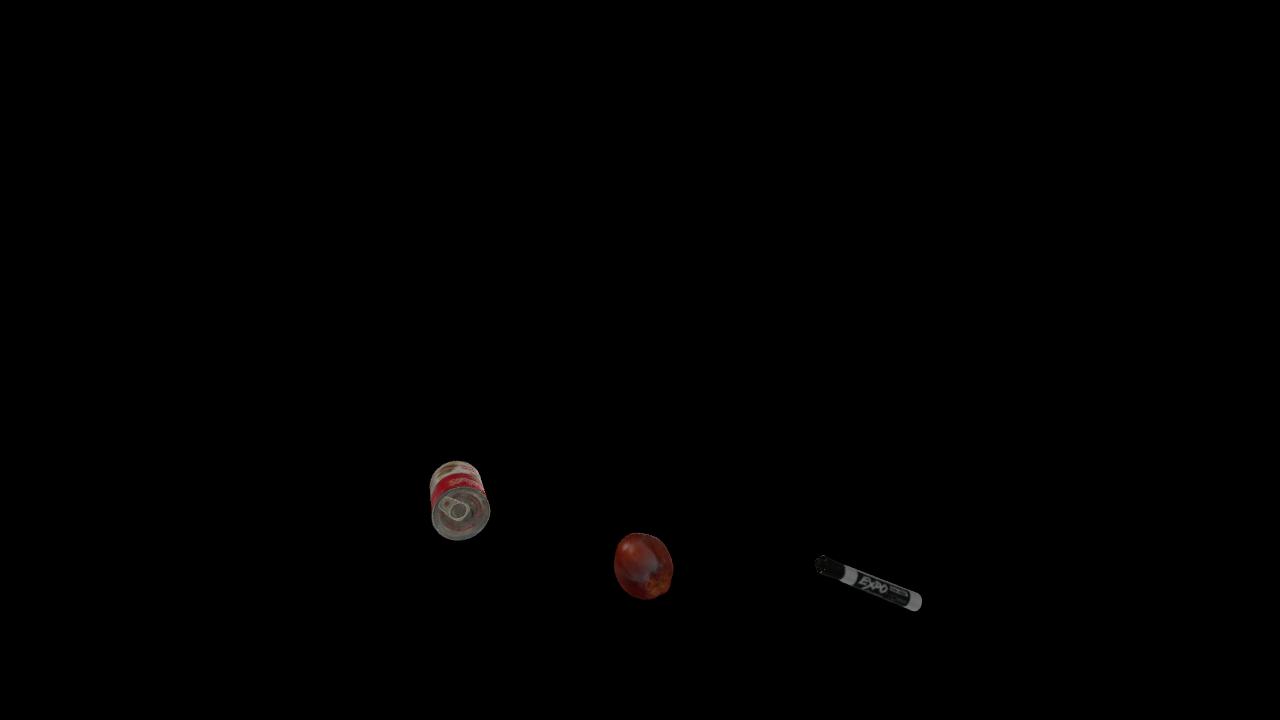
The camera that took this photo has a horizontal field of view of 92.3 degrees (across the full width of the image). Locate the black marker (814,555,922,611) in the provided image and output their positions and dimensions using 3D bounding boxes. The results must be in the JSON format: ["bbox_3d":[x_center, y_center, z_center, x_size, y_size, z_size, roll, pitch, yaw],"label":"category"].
[{"bbox_3d":[0.227,0.223,0.615,0.121,0.020,0.020,24,-5,-11],"label":"black marker"}]

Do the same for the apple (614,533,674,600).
[{"bbox_3d":[0.003,0.273,0.815,0.079,0.079,0.093,0,18,-30],"label":"apple"}]

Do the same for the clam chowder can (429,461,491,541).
[{"bbox_3d":[-0.229,0.174,0.774,0.068,0.068,0.102,0,9,-21],"label":"clam chowder can"}]
